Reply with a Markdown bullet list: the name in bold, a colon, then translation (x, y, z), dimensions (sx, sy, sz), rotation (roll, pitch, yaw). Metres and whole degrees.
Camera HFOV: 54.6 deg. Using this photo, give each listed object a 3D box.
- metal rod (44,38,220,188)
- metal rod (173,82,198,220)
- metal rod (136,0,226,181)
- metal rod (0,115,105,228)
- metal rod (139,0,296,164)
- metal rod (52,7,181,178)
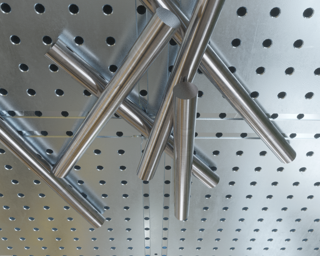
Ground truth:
- **metal rod**: translation (-0.018, -0.003, 0.408), dimensions (0.025, 0.025, 0.301), rotation (-34, 123, 25)
- **metal rod**: translation (0.031, 0.056, 0.422), dimensions (0.025, 0.025, 0.299), rotation (-2, 141, 1)
- **metal rod**: translation (0.020, -0.046, 0.338), dimensions (0.025, 0.025, 0.298), rotation (12, 129, -10)
- **metal rod**: translation (-0.173, 0.064, 0.464), dimensions (0.025, 0.025, 0.300), rotation (-20, 128, 16)
- **metal rod**: translation (0.086, -0.046, 0.372), dimensions (0.025, 0.025, 0.301), rotation (-33, 123, 25)
- **metal rod**: translation (-0.071, -0.015, 0.366), dimensions (0.025, 0.025, 0.299), rotation (25, 135, -20)
